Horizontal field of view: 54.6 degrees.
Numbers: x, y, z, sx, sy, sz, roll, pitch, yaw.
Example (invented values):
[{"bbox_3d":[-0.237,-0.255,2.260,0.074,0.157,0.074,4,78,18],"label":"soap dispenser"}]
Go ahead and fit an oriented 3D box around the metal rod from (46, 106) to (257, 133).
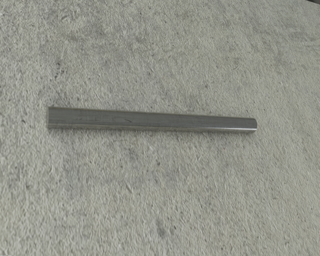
[{"bbox_3d":[0.009,-0.008,0.414,0.302,0.025,0.025,2,61,-27],"label":"metal rod"}]
